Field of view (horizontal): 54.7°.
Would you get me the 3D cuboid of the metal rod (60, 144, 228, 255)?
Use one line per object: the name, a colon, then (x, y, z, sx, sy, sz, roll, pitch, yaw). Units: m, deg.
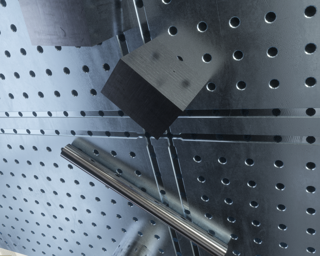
metal rod: (-0.029, 0.114, 0.495, 0.301, 0.025, 0.025, 31, 128, 7)

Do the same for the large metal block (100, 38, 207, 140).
large metal block: (-0.004, -0.046, 0.348, 0.080, 0.080, 0.050, 40, 129, 0)

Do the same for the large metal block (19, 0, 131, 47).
large metal block: (-0.090, -0.126, 0.343, 0.080, 0.080, 0.050, 8, 122, 24)

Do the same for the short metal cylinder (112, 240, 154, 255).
short metal cylinder: (-0.055, 0.259, 0.582, 0.080, 0.050, 0.079, 13, 124, 20)
